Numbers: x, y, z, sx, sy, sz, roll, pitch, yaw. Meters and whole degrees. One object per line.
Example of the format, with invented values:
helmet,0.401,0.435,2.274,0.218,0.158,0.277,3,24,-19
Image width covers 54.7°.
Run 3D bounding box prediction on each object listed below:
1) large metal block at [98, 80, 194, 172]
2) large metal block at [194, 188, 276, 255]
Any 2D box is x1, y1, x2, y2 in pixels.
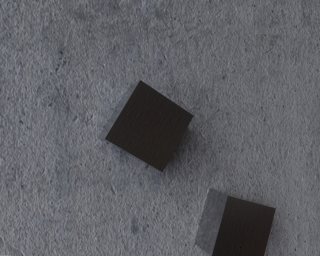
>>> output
large metal block,-0.018,-0.002,0.389,0.080,0.050,0.080,33,79,-17
large metal block,0.104,0.137,0.434,0.081,0.050,0.080,18,84,-19
